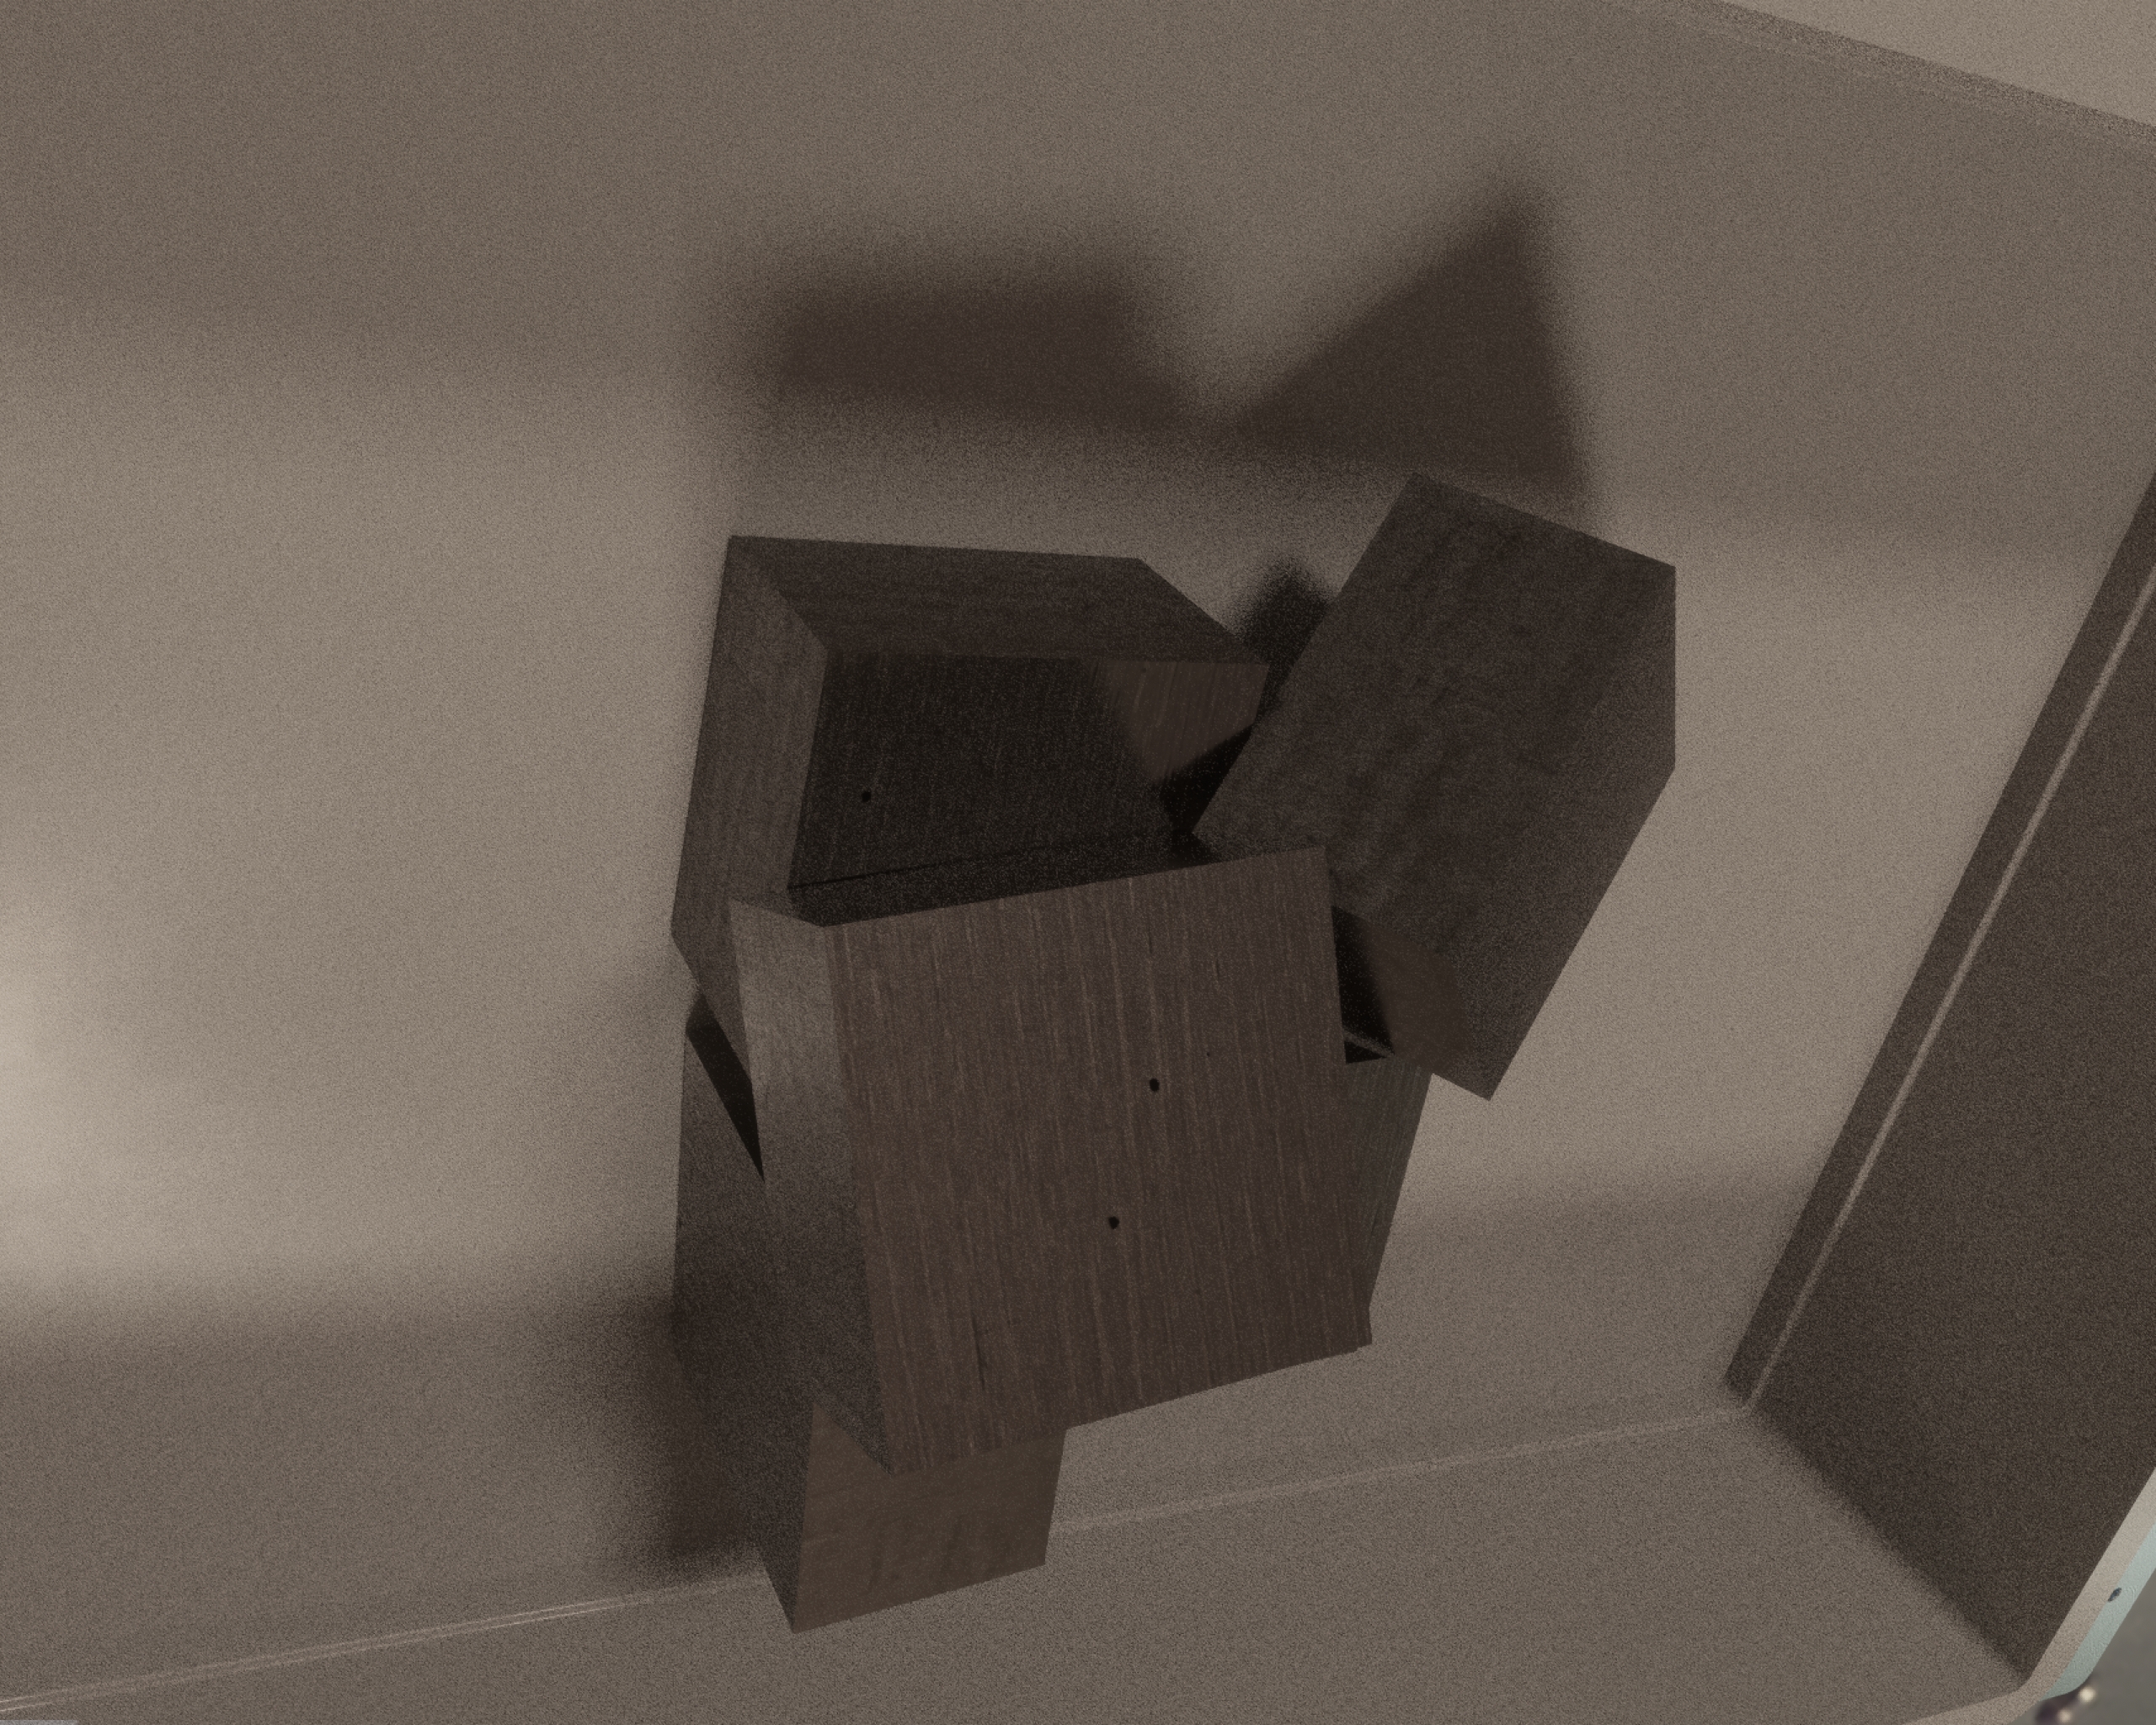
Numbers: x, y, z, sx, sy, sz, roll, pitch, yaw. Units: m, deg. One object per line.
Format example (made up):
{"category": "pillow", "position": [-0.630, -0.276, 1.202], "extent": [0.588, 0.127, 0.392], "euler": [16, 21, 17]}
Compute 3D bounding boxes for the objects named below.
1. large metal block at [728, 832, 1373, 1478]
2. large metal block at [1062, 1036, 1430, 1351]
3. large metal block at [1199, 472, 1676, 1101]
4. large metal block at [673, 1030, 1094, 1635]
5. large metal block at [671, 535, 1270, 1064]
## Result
{"category": "large metal block", "position": [-0.005, 0.041, 0.330], "extent": [0.081, 0.050, 0.079], "euler": [-9, 97, -24]}
{"category": "large metal block", "position": [0.020, 0.064, 0.440], "extent": [0.081, 0.050, 0.079], "euler": [-5, 121, -26]}
{"category": "large metal block", "position": [0.070, -0.012, 0.391], "extent": [0.080, 0.050, 0.080], "euler": [-58, 155, -13]}
{"category": "large metal block", "position": [-0.041, 0.084, 0.402], "extent": [0.050, 0.080, 0.079], "euler": [-7, 122, -26]}
{"category": "large metal block", "position": [-0.022, -0.010, 0.374], "extent": [0.081, 0.050, 0.079], "euler": [-1, 119, -28]}
